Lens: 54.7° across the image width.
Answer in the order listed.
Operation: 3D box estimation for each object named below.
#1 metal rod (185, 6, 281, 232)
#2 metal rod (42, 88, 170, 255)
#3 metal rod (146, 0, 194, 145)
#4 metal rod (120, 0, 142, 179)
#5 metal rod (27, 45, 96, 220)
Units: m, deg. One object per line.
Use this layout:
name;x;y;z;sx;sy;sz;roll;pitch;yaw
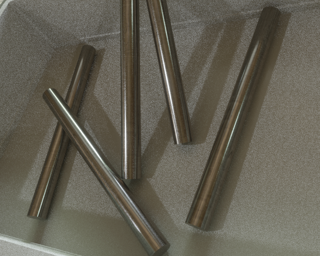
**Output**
metal rod;0.094;-0.026;0.371;0.025;0.025;0.300;11;67;32
metal rod;-0.086;0.039;0.406;0.025;0.025;0.300;-43;57;-1
metal rod;0.002;-0.128;0.390;0.025;0.025;0.298;-12;86;21
metal rod;-0.038;-0.086;0.399;0.025;0.025;0.298;-3;85;26
metal rod;-0.147;-0.010;0.486;0.025;0.025;0.299;-6;59;25
